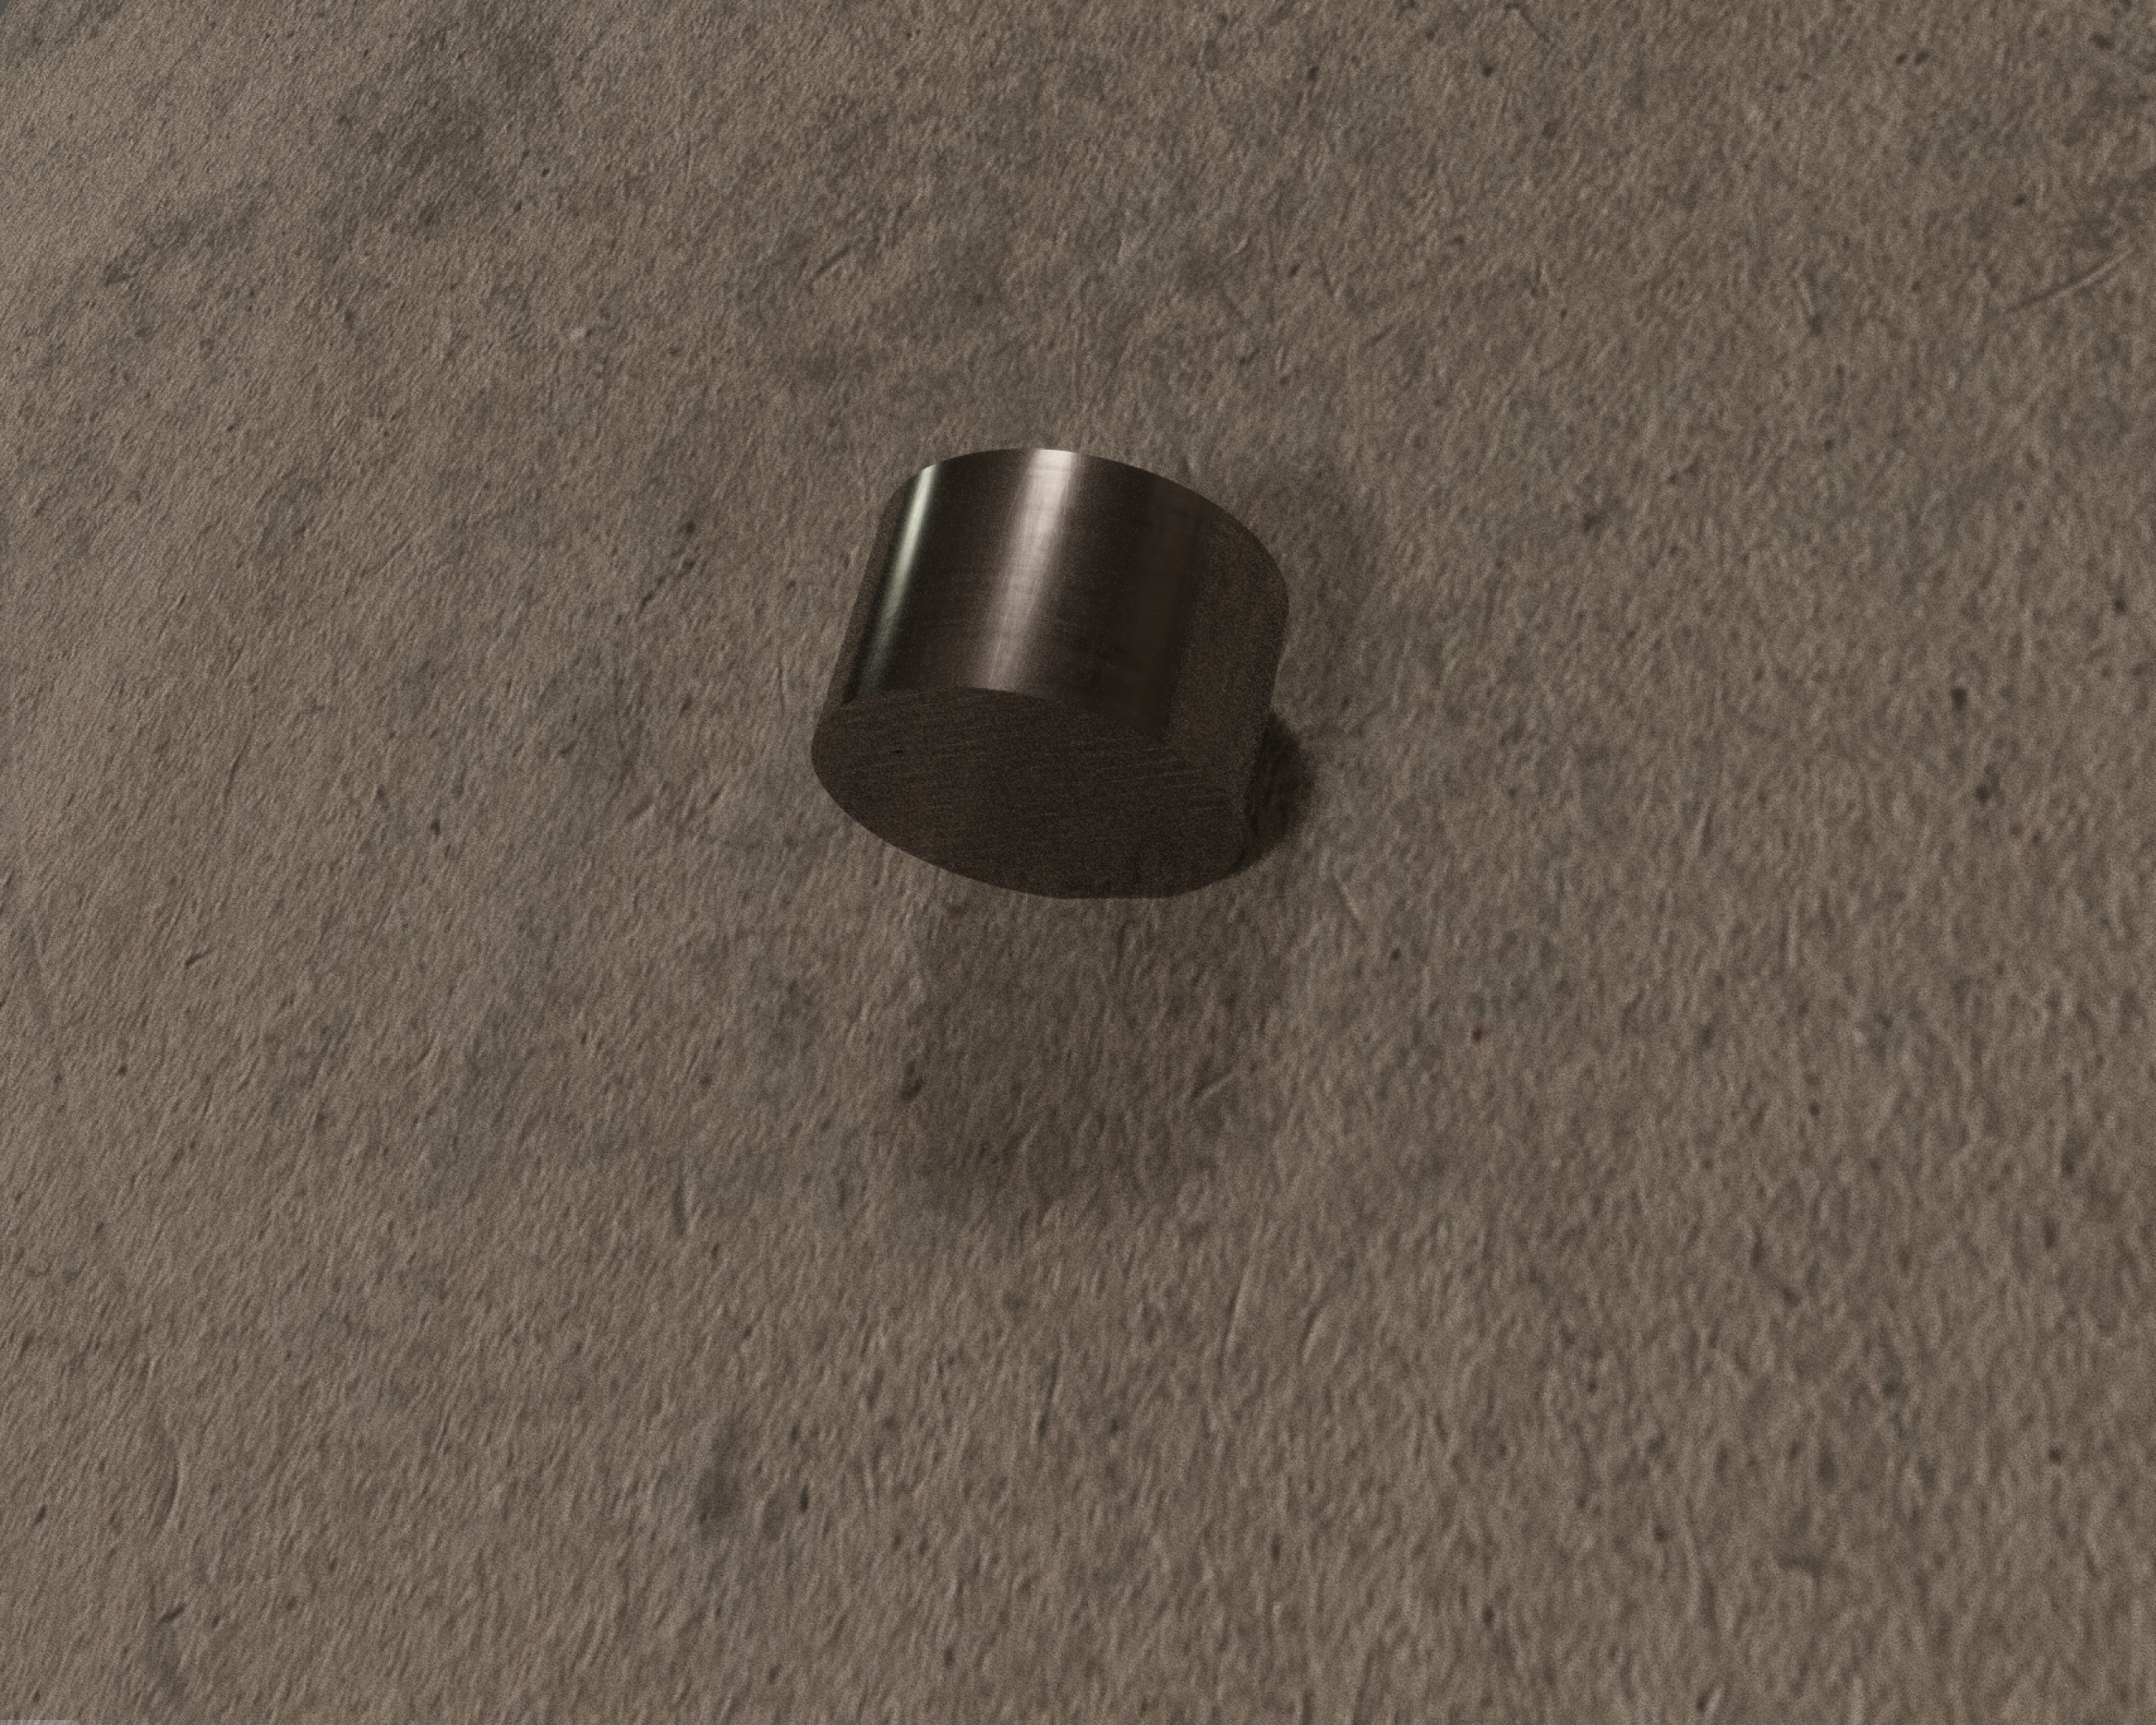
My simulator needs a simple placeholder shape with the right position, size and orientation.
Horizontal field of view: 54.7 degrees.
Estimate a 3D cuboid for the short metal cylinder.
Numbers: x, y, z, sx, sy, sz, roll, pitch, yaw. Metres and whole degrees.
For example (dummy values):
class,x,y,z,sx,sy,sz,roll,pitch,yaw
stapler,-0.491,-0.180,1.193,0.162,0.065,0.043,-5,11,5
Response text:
class,x,y,z,sx,sy,sz,roll,pitch,yaw
short metal cylinder,-0.004,-0.033,0.392,0.080,0.080,0.050,-1,62,27
